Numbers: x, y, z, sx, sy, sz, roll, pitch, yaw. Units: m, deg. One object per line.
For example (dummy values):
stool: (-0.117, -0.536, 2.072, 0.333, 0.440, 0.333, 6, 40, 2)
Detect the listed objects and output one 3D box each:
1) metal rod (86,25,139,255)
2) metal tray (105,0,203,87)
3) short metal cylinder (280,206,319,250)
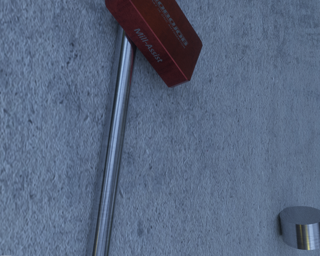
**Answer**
metal rod: (-0.055, 0.025, 0.358, 0.025, 0.025, 0.298, 12, 83, -40)
metal tray: (0.000, -0.126, 0.383, 0.130, 0.030, 0.090, 49, 42, -29)
short metal cylinder: (0.278, 0.192, 0.602, 0.081, 0.080, 0.050, -16, 100, -39)
